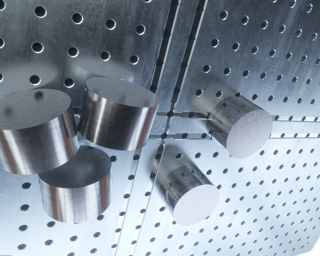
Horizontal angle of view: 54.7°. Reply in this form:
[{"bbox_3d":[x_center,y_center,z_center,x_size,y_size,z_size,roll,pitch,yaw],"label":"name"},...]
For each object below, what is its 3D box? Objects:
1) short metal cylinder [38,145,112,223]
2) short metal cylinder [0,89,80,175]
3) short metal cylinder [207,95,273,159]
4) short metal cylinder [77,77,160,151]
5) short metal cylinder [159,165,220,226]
[{"bbox_3d":[-0.097,0.063,0.361,0.081,0.080,0.050,-10,123,-23],"label":"short metal cylinder"},{"bbox_3d":[-0.125,0.001,0.308,0.081,0.080,0.050,-16,125,-20],"label":"short metal cylinder"},{"bbox_3d":[0.117,-0.002,0.458,0.081,0.050,0.079,-14,124,-21],"label":"short metal cylinder"},{"bbox_3d":[-0.046,-0.017,0.340,0.081,0.080,0.050,4,116,-31],"label":"short metal cylinder"},{"bbox_3d":[0.045,0.105,0.485,0.081,0.050,0.079,-14,124,-21],"label":"short metal cylinder"}]
